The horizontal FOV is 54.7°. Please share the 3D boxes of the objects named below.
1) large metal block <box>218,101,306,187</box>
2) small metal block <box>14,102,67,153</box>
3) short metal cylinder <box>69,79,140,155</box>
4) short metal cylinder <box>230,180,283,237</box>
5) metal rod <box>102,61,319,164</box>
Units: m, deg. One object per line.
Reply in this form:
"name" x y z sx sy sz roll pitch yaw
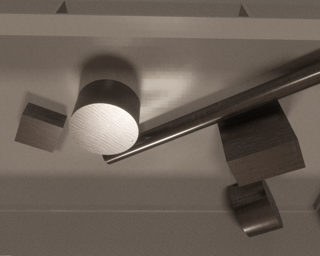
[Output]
"large metal block" 0.123 0.017 0.389 0.080 0.080 0.050 -20 127 16
"small metal block" -0.157 0.001 0.407 0.050 0.025 0.050 21 127 -18
"short metal cylinder" -0.066 -0.013 0.381 0.081 0.050 0.079 0 130 0
"short metal cylinder" 0.149 0.122 0.479 0.050 0.080 0.080 -24 126 19
"metal rod" 0.058 -0.013 0.398 0.300 0.025 0.025 -22 127 17
